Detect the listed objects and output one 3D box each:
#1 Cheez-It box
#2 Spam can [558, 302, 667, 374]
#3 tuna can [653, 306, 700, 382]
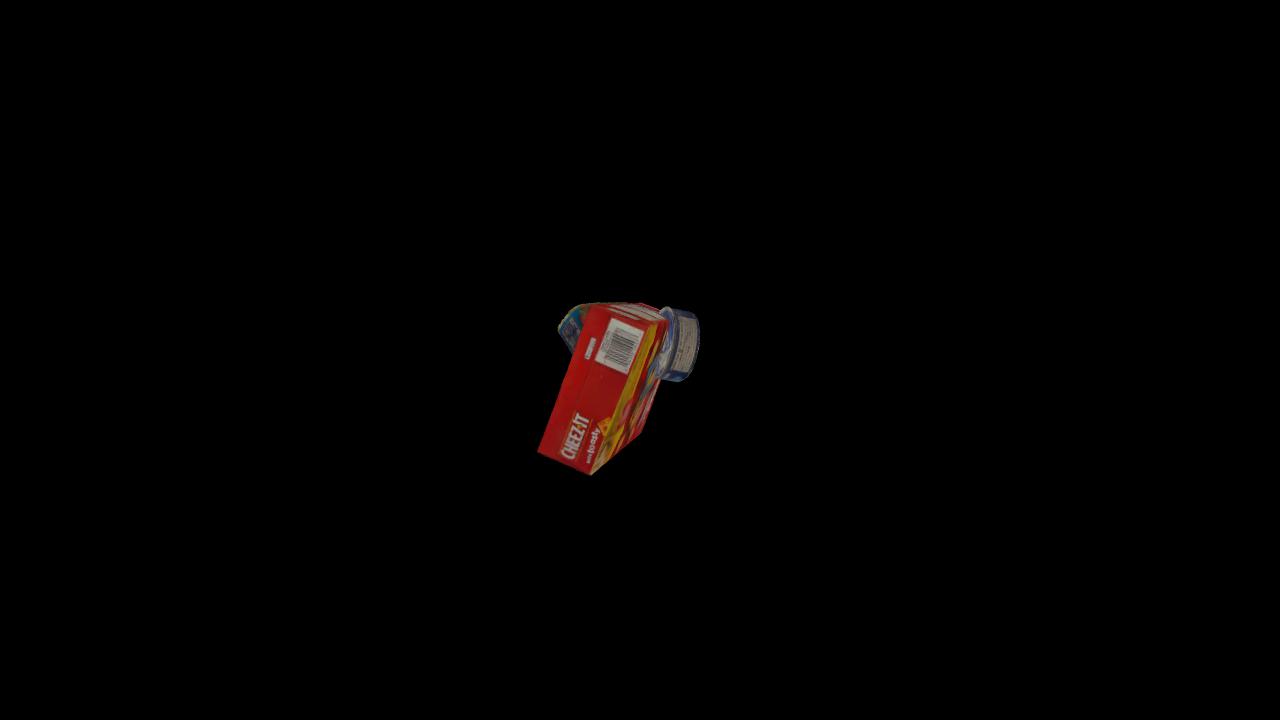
[{"bbox_3d":[-0.023,0.020,0.705,0.071,0.166,0.223,23,10,10],"label":"Cheez-It box"},{"bbox_3d":[-0.032,-0.018,0.702,0.101,0.085,0.058,-6,-36,-47],"label":"Spam can"},{"bbox_3d":[0.037,-0.017,0.706,0.034,0.084,0.084,10,-3,-18],"label":"tuna can"}]
